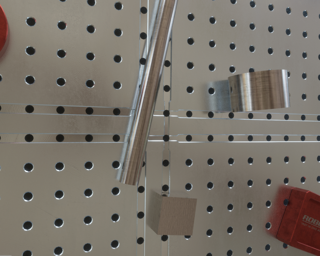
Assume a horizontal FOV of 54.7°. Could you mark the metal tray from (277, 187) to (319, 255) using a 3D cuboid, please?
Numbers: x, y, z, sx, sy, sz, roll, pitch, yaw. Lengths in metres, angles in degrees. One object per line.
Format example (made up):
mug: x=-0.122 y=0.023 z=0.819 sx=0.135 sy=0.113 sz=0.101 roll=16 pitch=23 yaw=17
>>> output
metal tray: x=0.263 y=0.162 z=0.509 sx=0.131 sy=0.030 sz=0.090 roll=25 pitch=82 yaw=-19

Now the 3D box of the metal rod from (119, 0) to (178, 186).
metal rod: x=-0.009 y=-0.074 z=0.410 sx=0.025 sy=0.025 sz=0.298 roll=14 pitch=85 yaw=-20

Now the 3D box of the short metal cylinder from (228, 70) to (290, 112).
short metal cylinder: x=0.139 y=-0.051 z=0.436 sx=0.081 sy=0.080 sz=0.050 roll=-6 pitch=92 yaw=-20

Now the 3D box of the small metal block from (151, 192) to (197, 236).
small metal block: x=0.019 y=0.117 z=0.421 sx=0.050 sy=0.025 sz=0.050 roll=9 pitch=87 yaw=-20

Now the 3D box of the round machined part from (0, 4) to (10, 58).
round machined part: x=-0.214 y=-0.110 z=0.324 sx=0.099 sy=0.042 sz=0.097 roll=0 pitch=90 yaw=-21
